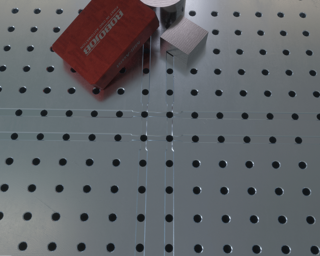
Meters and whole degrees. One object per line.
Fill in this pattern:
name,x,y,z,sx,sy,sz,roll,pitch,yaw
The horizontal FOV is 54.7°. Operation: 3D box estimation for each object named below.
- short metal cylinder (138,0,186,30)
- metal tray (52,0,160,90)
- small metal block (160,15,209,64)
short metal cylinder,0.000,-0.199,0.471,0.081,0.050,0.080,0,70,0
metal tray,-0.076,-0.131,0.437,0.090,0.030,0.130,42,92,13
small metal block,0.035,-0.132,0.460,0.050,0.025,0.050,36,74,12
